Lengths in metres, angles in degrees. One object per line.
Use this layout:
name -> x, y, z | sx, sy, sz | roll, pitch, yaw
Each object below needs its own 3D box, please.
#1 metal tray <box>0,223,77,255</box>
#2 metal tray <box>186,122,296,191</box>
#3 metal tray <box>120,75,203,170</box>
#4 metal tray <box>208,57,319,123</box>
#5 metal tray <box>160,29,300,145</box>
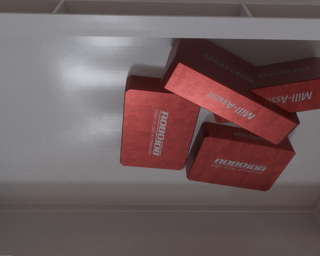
metal tray -> -0.229, 0.226, 0.597 | 0.131, 0.030, 0.089 | 7, 130, -7
metal tray -> 0.111, 0.044, 0.445 | 0.131, 0.030, 0.089 | 10, 130, -9
metal tray -> -0.003, -0.002, 0.405 | 0.091, 0.030, 0.129 | 5, 130, -5
metal tray -> 0.118, -0.043, 0.328 | 0.131, 0.090, 0.030 | -8, 111, 6
metal tray -> 0.070, -0.045, 0.314 | 0.131, 0.090, 0.030 | 26, 125, -9
